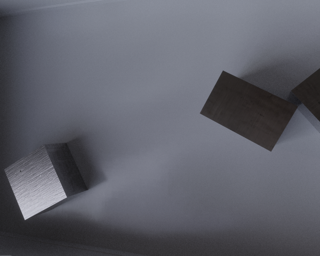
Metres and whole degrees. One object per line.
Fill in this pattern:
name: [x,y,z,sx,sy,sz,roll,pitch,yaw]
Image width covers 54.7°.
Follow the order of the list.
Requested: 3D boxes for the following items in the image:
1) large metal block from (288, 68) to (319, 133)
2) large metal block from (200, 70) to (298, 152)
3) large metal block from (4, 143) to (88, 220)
large metal block: [0.181,-0.021,0.317,0.050,0.080,0.080,-41,77,15]
large metal block: [0.100,-0.018,0.346,0.080,0.080,0.050,30,100,17]
large metal block: [-0.167,0.076,0.456,0.080,0.050,0.080,-30,80,17]
